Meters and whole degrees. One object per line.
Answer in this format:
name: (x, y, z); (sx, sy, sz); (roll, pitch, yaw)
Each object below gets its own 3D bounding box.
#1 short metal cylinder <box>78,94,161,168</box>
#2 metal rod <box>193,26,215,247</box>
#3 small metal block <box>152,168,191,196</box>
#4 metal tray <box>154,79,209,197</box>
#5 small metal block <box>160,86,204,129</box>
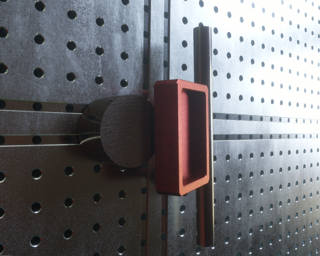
short metal cylinder: (-0.045, 0.003, 0.355); (0.081, 0.050, 0.079); (0, 90, -40)
metal rod: (0.061, 0.012, 0.430); (0.025, 0.025, 0.298); (-2, 91, -40)
small metal block: (0.025, 0.059, 0.431); (0.050, 0.025, 0.050); (47, 62, -30)
metal tray: (0.029, 0.010, 0.381); (0.090, 0.030, 0.129); (-3, 92, -60)
small metal block: (0.032, -0.029, 0.438); (0.050, 0.025, 0.050); (-19, 103, -39)
